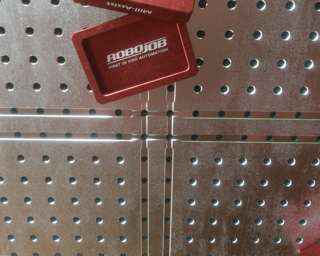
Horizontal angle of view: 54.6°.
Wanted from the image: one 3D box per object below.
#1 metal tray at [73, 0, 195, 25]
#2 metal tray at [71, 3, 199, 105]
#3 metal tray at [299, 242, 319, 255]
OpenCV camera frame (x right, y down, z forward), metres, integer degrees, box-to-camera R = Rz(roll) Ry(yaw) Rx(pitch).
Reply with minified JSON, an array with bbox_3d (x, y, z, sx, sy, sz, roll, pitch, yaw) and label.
[{"bbox_3d":[-0.024,-0.170,0.329,0.131,0.030,0.090,10,85,-4],"label":"metal tray"},{"bbox_3d":[-0.028,-0.091,0.376,0.130,0.030,0.090,-17,109,6],"label":"metal tray"},{"bbox_3d":[0.286,0.195,0.452,0.130,0.090,0.030,-31,107,10],"label":"metal tray"}]
